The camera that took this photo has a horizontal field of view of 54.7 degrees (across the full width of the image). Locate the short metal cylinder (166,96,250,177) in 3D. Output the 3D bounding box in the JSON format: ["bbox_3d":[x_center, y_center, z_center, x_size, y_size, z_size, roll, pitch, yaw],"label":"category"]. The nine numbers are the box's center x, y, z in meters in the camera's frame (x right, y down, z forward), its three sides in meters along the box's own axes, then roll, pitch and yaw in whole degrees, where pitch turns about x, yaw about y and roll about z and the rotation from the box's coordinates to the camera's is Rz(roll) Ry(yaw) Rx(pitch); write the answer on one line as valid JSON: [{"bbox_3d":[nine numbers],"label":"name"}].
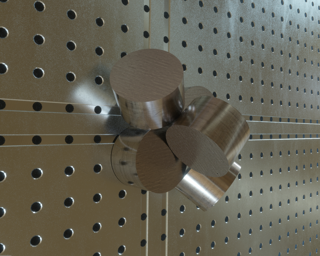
[{"bbox_3d":[0.054,0.010,0.354,0.050,0.080,0.080,-49,120,-29],"label":"short metal cylinder"}]

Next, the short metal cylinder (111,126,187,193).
[{"bbox_3d":[-0.012,0.037,0.384,0.081,0.050,0.079,0,90,-40],"label":"short metal cylinder"}]

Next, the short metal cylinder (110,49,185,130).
[{"bbox_3d":[-0.012,-0.045,0.355,0.080,0.080,0.050,-54,156,-27],"label":"short metal cylinder"}]

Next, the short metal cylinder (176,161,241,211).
[{"bbox_3d":[0.064,0.065,0.420,0.050,0.080,0.080,39,61,6],"label":"short metal cylinder"}]

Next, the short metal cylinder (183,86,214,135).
[{"bbox_3d":[0.036,-0.015,0.424,0.081,0.050,0.079,0,90,-40],"label":"short metal cylinder"}]
